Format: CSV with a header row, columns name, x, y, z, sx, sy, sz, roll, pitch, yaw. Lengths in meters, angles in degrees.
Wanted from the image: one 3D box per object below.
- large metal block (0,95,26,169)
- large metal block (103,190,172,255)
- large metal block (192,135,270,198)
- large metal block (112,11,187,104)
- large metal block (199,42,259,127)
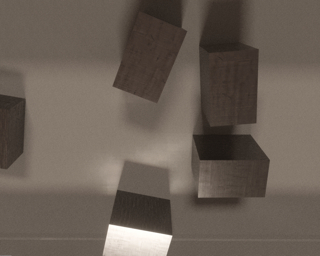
name,x,y,z,sx,sy,sz,roll,pitch,yaw
large metal block,-0.224,0.000,0.395,0.081,0.050,0.079,10,110,-4
large metal block,-0.029,0.136,0.432,0.081,0.080,0.050,12,110,-5
large metal block,0.086,0.046,0.400,0.081,0.080,0.050,0,110,-1
large metal block,-0.012,-0.083,0.351,0.050,0.080,0.079,21,109,-8
large metal block,0.077,-0.054,0.363,0.050,0.080,0.079,-4,110,1
